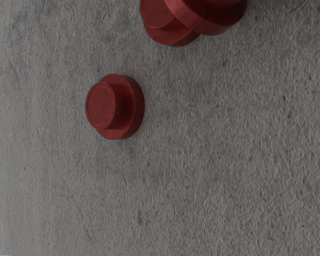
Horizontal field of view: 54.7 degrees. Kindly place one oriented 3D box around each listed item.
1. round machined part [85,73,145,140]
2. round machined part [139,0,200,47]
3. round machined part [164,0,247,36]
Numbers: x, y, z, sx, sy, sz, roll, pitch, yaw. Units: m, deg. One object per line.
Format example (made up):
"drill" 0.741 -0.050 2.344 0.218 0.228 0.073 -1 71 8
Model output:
"round machined part" -0.073 -0.031 0.454 0.098 0.042 0.097 0 90 40
"round machined part" 0.013 -0.153 0.383 0.098 0.042 0.097 0 90 40
"round machined part" 0.051 -0.147 0.311 0.042 0.099 0.098 -26 72 58
